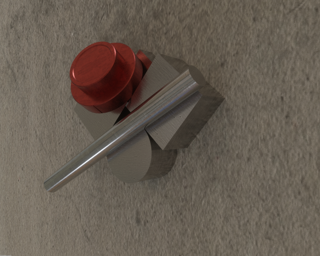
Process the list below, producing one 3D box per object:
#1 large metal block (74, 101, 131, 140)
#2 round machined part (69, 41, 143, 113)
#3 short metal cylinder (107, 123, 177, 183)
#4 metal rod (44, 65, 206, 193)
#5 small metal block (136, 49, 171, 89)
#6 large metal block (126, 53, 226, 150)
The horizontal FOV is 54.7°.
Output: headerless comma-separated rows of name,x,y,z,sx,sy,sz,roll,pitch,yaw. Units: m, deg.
large metal block,-0.068,-0.030,0.443,0.080,0.050,0.080,50,119,28
round machined part,-0.075,-0.071,0.398,0.098,0.042,0.098,-12,60,21
short metal cylinder,-0.025,0.029,0.408,0.080,0.050,0.079,0,90,39
metal rod,-0.065,0.018,0.392,0.299,0.025,0.025,-34,69,34
small metal block,-0.018,-0.069,0.418,0.050,0.025,0.050,50,119,28
large metal block,0.017,-0.031,0.375,0.080,0.050,0.080,49,119,28
